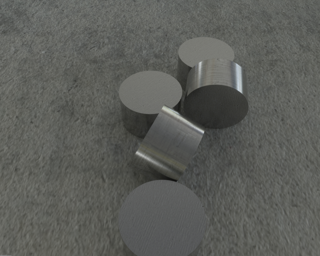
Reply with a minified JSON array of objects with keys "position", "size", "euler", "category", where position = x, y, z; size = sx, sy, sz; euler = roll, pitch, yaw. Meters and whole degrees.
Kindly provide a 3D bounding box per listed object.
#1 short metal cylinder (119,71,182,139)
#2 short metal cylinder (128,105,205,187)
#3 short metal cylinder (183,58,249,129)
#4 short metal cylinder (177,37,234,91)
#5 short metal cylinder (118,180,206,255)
[{"position":[-0.012,-0.031,0.413],"size":[0.081,0.050,0.080],"euler":[0,50,0],"category":"short metal cylinder"},{"position":[0.007,0.020,0.343],"size":[0.050,0.080,0.080],"euler":[30,54,-1],"category":"short metal cylinder"},{"position":[0.073,-0.044,0.405],"size":[0.080,0.080,0.050],"euler":[6,50,5],"category":"short metal cylinder"},{"position":[0.067,-0.092,0.466],"size":[0.081,0.050,0.080],"euler":[0,50,0],"category":"short metal cylinder"},{"position":[0.002,0.099,0.304],"size":[0.081,0.050,0.080],"euler":[0,50,0],"category":"short metal cylinder"}]
